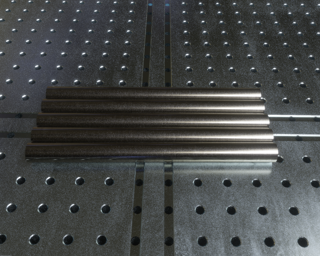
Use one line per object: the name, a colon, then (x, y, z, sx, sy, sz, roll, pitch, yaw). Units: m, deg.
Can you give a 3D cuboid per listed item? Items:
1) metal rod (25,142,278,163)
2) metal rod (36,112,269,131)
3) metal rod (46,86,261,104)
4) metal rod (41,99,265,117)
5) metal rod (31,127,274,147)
metal rod: (-0.009, 0.030, 0.382, 0.302, 0.025, 0.025, 0, 50, -1)
metal rod: (-0.009, -0.008, 0.414, 0.302, 0.025, 0.025, 0, 50, 0)
metal rod: (-0.009, -0.047, 0.447, 0.302, 0.025, 0.025, 0, 50, 0)
metal rod: (-0.009, -0.027, 0.430, 0.302, 0.025, 0.025, 0, 50, 0)
metal rod: (-0.009, 0.012, 0.397, 0.302, 0.025, 0.025, 0, 50, 0)
